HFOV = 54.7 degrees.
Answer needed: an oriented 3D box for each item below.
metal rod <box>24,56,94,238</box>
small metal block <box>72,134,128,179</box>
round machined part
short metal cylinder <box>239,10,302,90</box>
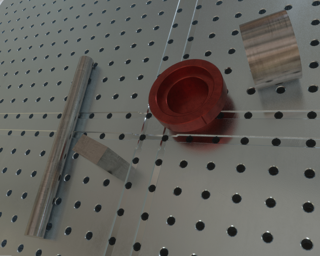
[{"bbox_3d":[-0.147,0.011,0.475,0.025,0.025,0.299,-6,59,24],"label":"metal rod"},{"bbox_3d":[-0.078,0.037,0.409,0.050,0.050,0.025,23,74,36],"label":"small metal block"},{"bbox_3d":[0.038,-0.037,0.399,0.098,0.042,0.098,-13,56,20],"label":"round machined part"},{"bbox_3d":[0.128,-0.089,0.360,0.050,0.080,0.080,-15,56,20],"label":"short metal cylinder"}]
